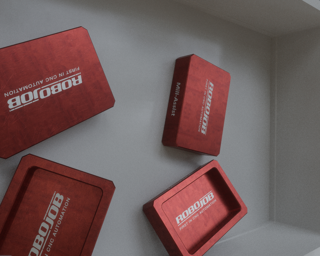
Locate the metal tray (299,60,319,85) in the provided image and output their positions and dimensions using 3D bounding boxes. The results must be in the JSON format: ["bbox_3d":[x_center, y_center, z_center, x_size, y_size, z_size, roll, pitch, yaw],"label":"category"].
[{"bbox_3d":[0.381,-0.133,0.685,0.131,0.090,0.030,-27,108,-37],"label":"metal tray"}]

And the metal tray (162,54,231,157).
[{"bbox_3d":[0.056,-0.030,0.450,0.091,0.030,0.129,17,80,-39],"label":"metal tray"}]

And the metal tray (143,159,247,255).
[{"bbox_3d":[0.052,0.111,0.423,0.131,0.030,0.090,-27,82,-37],"label":"metal tray"}]

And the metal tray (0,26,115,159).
[{"bbox_3d":[-0.117,-0.039,0.305,0.131,0.030,0.090,-31,110,-36],"label":"metal tray"}]

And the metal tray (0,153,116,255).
[{"bbox_3d":[-0.105,0.099,0.287,0.090,0.030,0.130,20,75,-6],"label":"metal tray"}]
